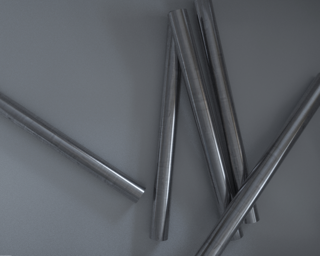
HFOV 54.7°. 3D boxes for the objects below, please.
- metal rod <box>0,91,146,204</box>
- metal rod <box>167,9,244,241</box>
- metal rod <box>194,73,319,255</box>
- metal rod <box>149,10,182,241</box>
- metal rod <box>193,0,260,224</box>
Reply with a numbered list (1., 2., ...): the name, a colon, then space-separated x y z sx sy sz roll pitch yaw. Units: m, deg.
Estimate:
1. metal rod: -0.151 0.007 0.410 0.301 0.025 0.025 33 90 0
2. metal rod: 0.060 0.000 0.398 0.025 0.025 0.298 -15 96 0
3. metal rod: 0.133 0.052 0.391 0.025 0.025 0.300 37 81 0
4. metal rod: 0.011 -0.003 0.411 0.025 0.025 0.298 5 90 0
5. metal rod: 0.088 -0.023 0.411 0.025 0.025 0.298 -12 90 0
